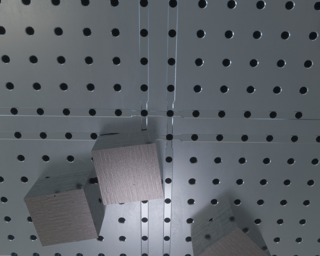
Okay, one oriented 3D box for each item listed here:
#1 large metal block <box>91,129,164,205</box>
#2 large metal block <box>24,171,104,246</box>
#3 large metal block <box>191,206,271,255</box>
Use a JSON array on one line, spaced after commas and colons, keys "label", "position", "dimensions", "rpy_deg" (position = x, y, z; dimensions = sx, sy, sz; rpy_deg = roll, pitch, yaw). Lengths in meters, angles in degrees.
[{"label": "large metal block", "position": [-0.040, 0.052, 0.419], "dimensions": [0.080, 0.050, 0.080], "rpy_deg": [-7, 110, 2]}, {"label": "large metal block", "position": [-0.132, 0.114, 0.441], "dimensions": [0.080, 0.050, 0.080], "rpy_deg": [-10, 110, 3]}, {"label": "large metal block", "position": [0.106, 0.180, 0.467], "dimensions": [0.080, 0.050, 0.080], "rpy_deg": [-42, 105, 14]}]
